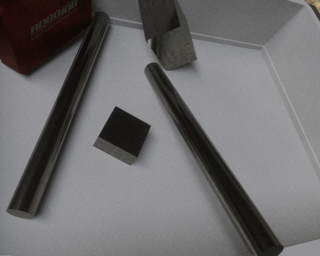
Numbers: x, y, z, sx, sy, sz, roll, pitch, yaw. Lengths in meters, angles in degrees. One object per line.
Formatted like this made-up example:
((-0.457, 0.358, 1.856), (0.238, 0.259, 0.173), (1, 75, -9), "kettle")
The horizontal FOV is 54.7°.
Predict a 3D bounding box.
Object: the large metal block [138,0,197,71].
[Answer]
((0.012, -0.146, 0.460), (0.080, 0.050, 0.080), (43, 33, -59), "large metal block")

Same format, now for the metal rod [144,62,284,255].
((0.037, 0.006, 0.347), (0.025, 0.025, 0.300), (4, 36, -27), "metal rod")

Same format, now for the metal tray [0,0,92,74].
((-0.134, -0.135, 0.362), (0.030, 0.089, 0.130), (30, 57, 11), "metal tray")

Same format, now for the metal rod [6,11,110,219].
((-0.108, -0.041, 0.373), (0.025, 0.025, 0.300), (22, 53, -16), "metal rod")

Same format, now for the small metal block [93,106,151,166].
((-0.045, 0.009, 0.377), (0.050, 0.025, 0.050), (30, 52, -10), "small metal block")
